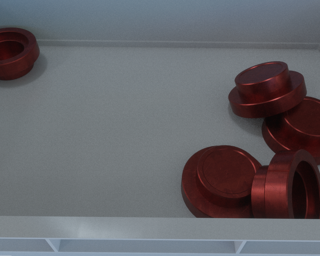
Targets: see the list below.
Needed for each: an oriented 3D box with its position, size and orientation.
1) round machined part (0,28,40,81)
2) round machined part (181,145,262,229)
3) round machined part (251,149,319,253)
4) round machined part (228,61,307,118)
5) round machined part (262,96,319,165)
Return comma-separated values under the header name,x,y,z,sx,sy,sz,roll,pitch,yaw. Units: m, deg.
name,x,y,z,sx,sy,sz,roll,pitch,yaw
round machined part,-0.239,-0.112,0.485,0.099,0.042,0.098,0,50,0
round machined part,0.074,0.058,0.346,0.099,0.042,0.098,0,50,0
round machined part,0.127,0.071,0.312,0.042,0.098,0.098,-9,38,43
round machined part,0.139,-0.056,0.413,0.098,0.042,0.098,-20,23,9
round machined part,0.187,-0.004,0.400,0.099,0.042,0.098,0,50,0
